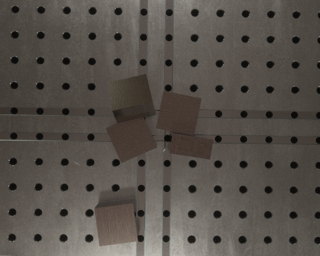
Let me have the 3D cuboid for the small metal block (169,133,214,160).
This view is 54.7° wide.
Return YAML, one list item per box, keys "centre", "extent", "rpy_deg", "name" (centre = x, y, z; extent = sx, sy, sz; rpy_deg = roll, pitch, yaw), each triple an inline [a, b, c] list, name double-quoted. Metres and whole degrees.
- centre: [0.038, 0.022, 0.401]
  extent: [0.050, 0.050, 0.025]
  rpy_deg: [9, 90, -1]
  name: "small metal block"

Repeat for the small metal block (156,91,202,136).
- centre: [0.024, -0.019, 0.414]
  extent: [0.050, 0.025, 0.050]
  rpy_deg: [11, 90, -1]
  name: "small metal block"

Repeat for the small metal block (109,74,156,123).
- centre: [-0.036, -0.039, 0.400]
  extent: [0.050, 0.025, 0.050]
  rpy_deg: [-13, 53, -1]
  name: "small metal block"

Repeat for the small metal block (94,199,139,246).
- centre: [-0.057, 0.125, 0.413]
  extent: [0.050, 0.025, 0.050]
  rpy_deg: [-7, 90, -1]
  name: "small metal block"

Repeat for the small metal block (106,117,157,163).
- centre: [-0.037, 0.013, 0.413]
  extent: [0.050, 0.025, 0.050]
  rpy_deg: [-24, 91, -1]
  name: "small metal block"
